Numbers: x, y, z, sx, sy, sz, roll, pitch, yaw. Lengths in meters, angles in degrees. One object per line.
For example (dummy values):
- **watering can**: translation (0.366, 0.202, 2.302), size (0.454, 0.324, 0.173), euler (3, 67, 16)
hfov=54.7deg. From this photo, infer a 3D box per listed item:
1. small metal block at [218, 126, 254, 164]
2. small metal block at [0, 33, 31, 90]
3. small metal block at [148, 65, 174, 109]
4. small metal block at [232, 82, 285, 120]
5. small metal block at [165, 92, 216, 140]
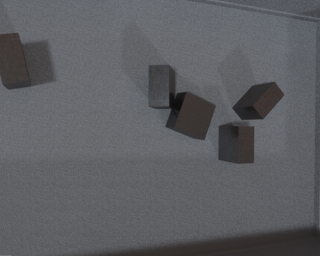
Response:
- **small metal block**: translation (0.107, 0.022, 0.436), size (0.025, 0.050, 0.050), euler (0, 90, -20)
- **small metal block**: translation (-0.161, -0.071, 0.338), size (0.025, 0.050, 0.050), euler (-13, 95, -20)
- **small metal block**: translation (0.003, -0.051, 0.395), size (0.025, 0.050, 0.050), euler (0, 90, 9)
- **small metal block**: translation (0.141, -0.038, 0.449), size (0.050, 0.050, 0.025), euler (-46, 104, -14)
- **small metal block**: translation (0.042, -0.016, 0.423), size (0.050, 0.025, 0.050), euler (22, 83, -26)
